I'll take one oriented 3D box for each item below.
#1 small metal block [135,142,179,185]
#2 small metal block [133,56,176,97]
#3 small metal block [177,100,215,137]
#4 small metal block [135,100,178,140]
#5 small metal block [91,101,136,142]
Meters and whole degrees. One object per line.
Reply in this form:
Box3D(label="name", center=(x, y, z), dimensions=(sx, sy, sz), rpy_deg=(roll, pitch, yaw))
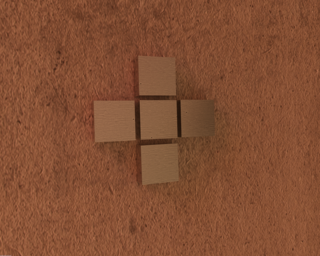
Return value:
Box3D(label="small metal block", center=(-0.004, 0.046, 0.410), dimensions=(0.050, 0.025, 0.050), rpy_deg=(-2, 91, -20))
Box3D(label="small metal block", center=(-0.007, -0.067, 0.408), dimensions=(0.050, 0.025, 0.050), rpy_deg=(-2, 91, -20))
Box3D(label="small metal block", center=(0.047, -0.013, 0.429), dimensions=(0.050, 0.025, 0.050), rpy_deg=(-2, 91, -20))
Box3D(label="small metal block", center=(-0.006, -0.011, 0.409), dimensions=(0.050, 0.025, 0.050), rpy_deg=(-2, 91, -20))
Box3D(label="small metal block", center=(-0.059, -0.009, 0.389), dimensions=(0.050, 0.025, 0.050), rpy_deg=(-2, 91, -20))
